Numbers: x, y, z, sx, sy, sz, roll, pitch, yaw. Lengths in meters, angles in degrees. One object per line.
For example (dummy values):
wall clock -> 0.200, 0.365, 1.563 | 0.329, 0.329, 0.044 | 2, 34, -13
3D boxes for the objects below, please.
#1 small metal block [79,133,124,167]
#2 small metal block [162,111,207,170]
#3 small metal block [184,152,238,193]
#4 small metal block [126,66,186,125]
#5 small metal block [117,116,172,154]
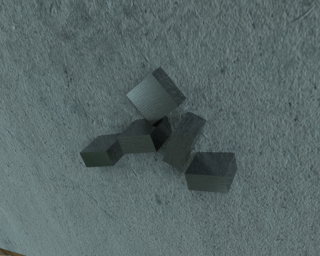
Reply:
small metal block -> -0.079, 0.032, 0.452 | 0.050, 0.050, 0.025 | -7, 115, 31
small metal block -> 0.031, 0.015, 0.384 | 0.025, 0.050, 0.050 | 28, 128, 11
small metal block -> 0.065, 0.054, 0.390 | 0.050, 0.050, 0.025 | -1, 118, 28
small metal block -> -0.005, -0.039, 0.385 | 0.050, 0.025, 0.050 | -34, 100, 38
small metal block -> -0.019, 0.009, 0.406 | 0.050, 0.050, 0.025 | -6, 116, 31
